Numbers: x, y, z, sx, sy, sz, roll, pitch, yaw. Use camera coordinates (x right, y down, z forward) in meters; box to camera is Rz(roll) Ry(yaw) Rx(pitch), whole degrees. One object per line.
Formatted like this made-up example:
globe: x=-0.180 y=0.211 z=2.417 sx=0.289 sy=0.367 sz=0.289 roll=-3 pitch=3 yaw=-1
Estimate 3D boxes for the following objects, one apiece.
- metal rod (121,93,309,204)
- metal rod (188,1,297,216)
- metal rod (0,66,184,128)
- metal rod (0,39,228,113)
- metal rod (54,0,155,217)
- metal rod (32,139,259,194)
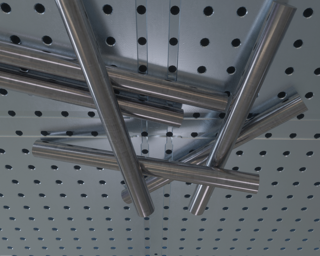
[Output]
metal rod: x=0.061 y=0.040 z=0.445 sx=0.299 sy=0.025 sz=0.025 roll=-32 pitch=123 yaw=24
metal rod: x=0.089 y=-0.001 z=0.386 sx=0.025 sy=0.025 sz=0.298 roll=11 pitch=122 yaw=-9
metal rod: x=-0.118 y=-0.044 z=0.372 sx=0.302 sy=0.025 sz=0.025 roll=12 pitch=129 yaw=-11
metal rod: x=-0.066 y=-0.061 z=0.358 sx=0.302 sy=0.025 sz=0.025 roll=12 pitch=129 yaw=-10
metal rod: x=-0.057 y=-0.019 z=0.350 sx=0.025 sy=0.025 sz=0.299 roll=-12 pitch=116 yaw=10
metal rod: x=-0.025 y=0.049 z=0.412 sx=0.301 sy=0.025 sz=0.025 roll=8 pitch=131 yaw=9
